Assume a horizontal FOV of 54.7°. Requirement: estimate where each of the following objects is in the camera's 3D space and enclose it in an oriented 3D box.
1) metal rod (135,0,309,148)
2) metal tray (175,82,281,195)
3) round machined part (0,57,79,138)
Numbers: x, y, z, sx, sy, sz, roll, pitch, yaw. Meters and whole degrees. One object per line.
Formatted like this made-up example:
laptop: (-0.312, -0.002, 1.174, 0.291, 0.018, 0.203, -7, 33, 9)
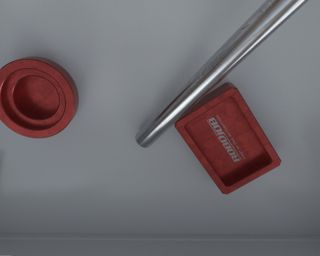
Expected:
metal rod: (0.058, -0.061, 0.320, 0.025, 0.025, 0.298, 35, 133, -12)
metal tray: (0.090, 0.016, 0.415, 0.090, 0.030, 0.130, -33, 107, 11)
round machined part: (-0.150, -0.040, 0.385, 0.099, 0.042, 0.097, 0, 110, -1)
